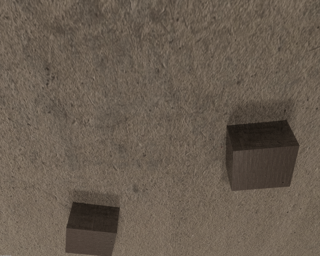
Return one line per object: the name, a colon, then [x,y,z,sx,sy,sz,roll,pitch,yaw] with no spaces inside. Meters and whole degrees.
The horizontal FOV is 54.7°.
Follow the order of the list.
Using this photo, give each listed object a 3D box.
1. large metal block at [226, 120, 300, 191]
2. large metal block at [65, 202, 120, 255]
large metal block: [0.136,0.039,0.426,0.080,0.050,0.080,-5,130,4]
large metal block: [-0.118,0.178,0.541,0.081,0.050,0.079,9,130,-8]
